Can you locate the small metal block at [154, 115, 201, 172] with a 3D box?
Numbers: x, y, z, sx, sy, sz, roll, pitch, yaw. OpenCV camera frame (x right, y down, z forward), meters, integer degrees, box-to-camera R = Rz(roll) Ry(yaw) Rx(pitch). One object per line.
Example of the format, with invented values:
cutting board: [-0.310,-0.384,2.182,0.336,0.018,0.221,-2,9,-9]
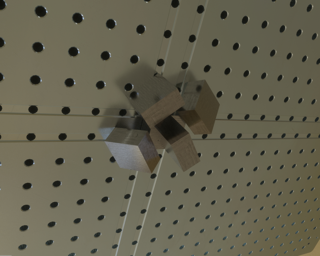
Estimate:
small metal block: [0.020,0.018,0.384,0.025,0.050,0.050,-32,129,-8]

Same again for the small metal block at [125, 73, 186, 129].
small metal block: [-0.006,-0.034,0.370,0.050,0.050,0.025,-35,129,-5]

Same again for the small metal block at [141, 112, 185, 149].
small metal block: [0.004,0.000,0.412,0.050,0.025,0.050,0,118,-30]

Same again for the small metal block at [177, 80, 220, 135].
small metal block: [0.052,-0.026,0.405,0.050,0.025,0.050,50,49,-39]

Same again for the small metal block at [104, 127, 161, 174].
small metal block: [-0.034,0.028,0.389,0.025,0.050,0.050,-58,140,-37]
